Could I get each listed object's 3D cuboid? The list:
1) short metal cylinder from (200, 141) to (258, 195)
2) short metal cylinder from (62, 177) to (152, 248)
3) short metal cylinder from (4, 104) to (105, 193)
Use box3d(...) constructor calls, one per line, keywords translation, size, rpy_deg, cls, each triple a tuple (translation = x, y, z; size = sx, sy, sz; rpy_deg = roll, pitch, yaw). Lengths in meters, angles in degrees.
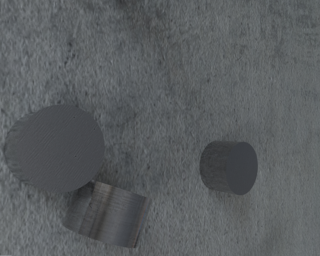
box3d(translation=(0.108, 0.060, 0.482), size=(0.081, 0.050, 0.079), rpy_deg=(0, 90, -40), cls="short metal cylinder")
box3d(translation=(-0.054, 0.088, 0.326), size=(0.080, 0.080, 0.050), rpy_deg=(29, 72, -37), cls="short metal cylinder")
box3d(translation=(-0.102, 0.020, 0.300), size=(0.081, 0.050, 0.080), rpy_deg=(3, 84, -37), cls="short metal cylinder")
